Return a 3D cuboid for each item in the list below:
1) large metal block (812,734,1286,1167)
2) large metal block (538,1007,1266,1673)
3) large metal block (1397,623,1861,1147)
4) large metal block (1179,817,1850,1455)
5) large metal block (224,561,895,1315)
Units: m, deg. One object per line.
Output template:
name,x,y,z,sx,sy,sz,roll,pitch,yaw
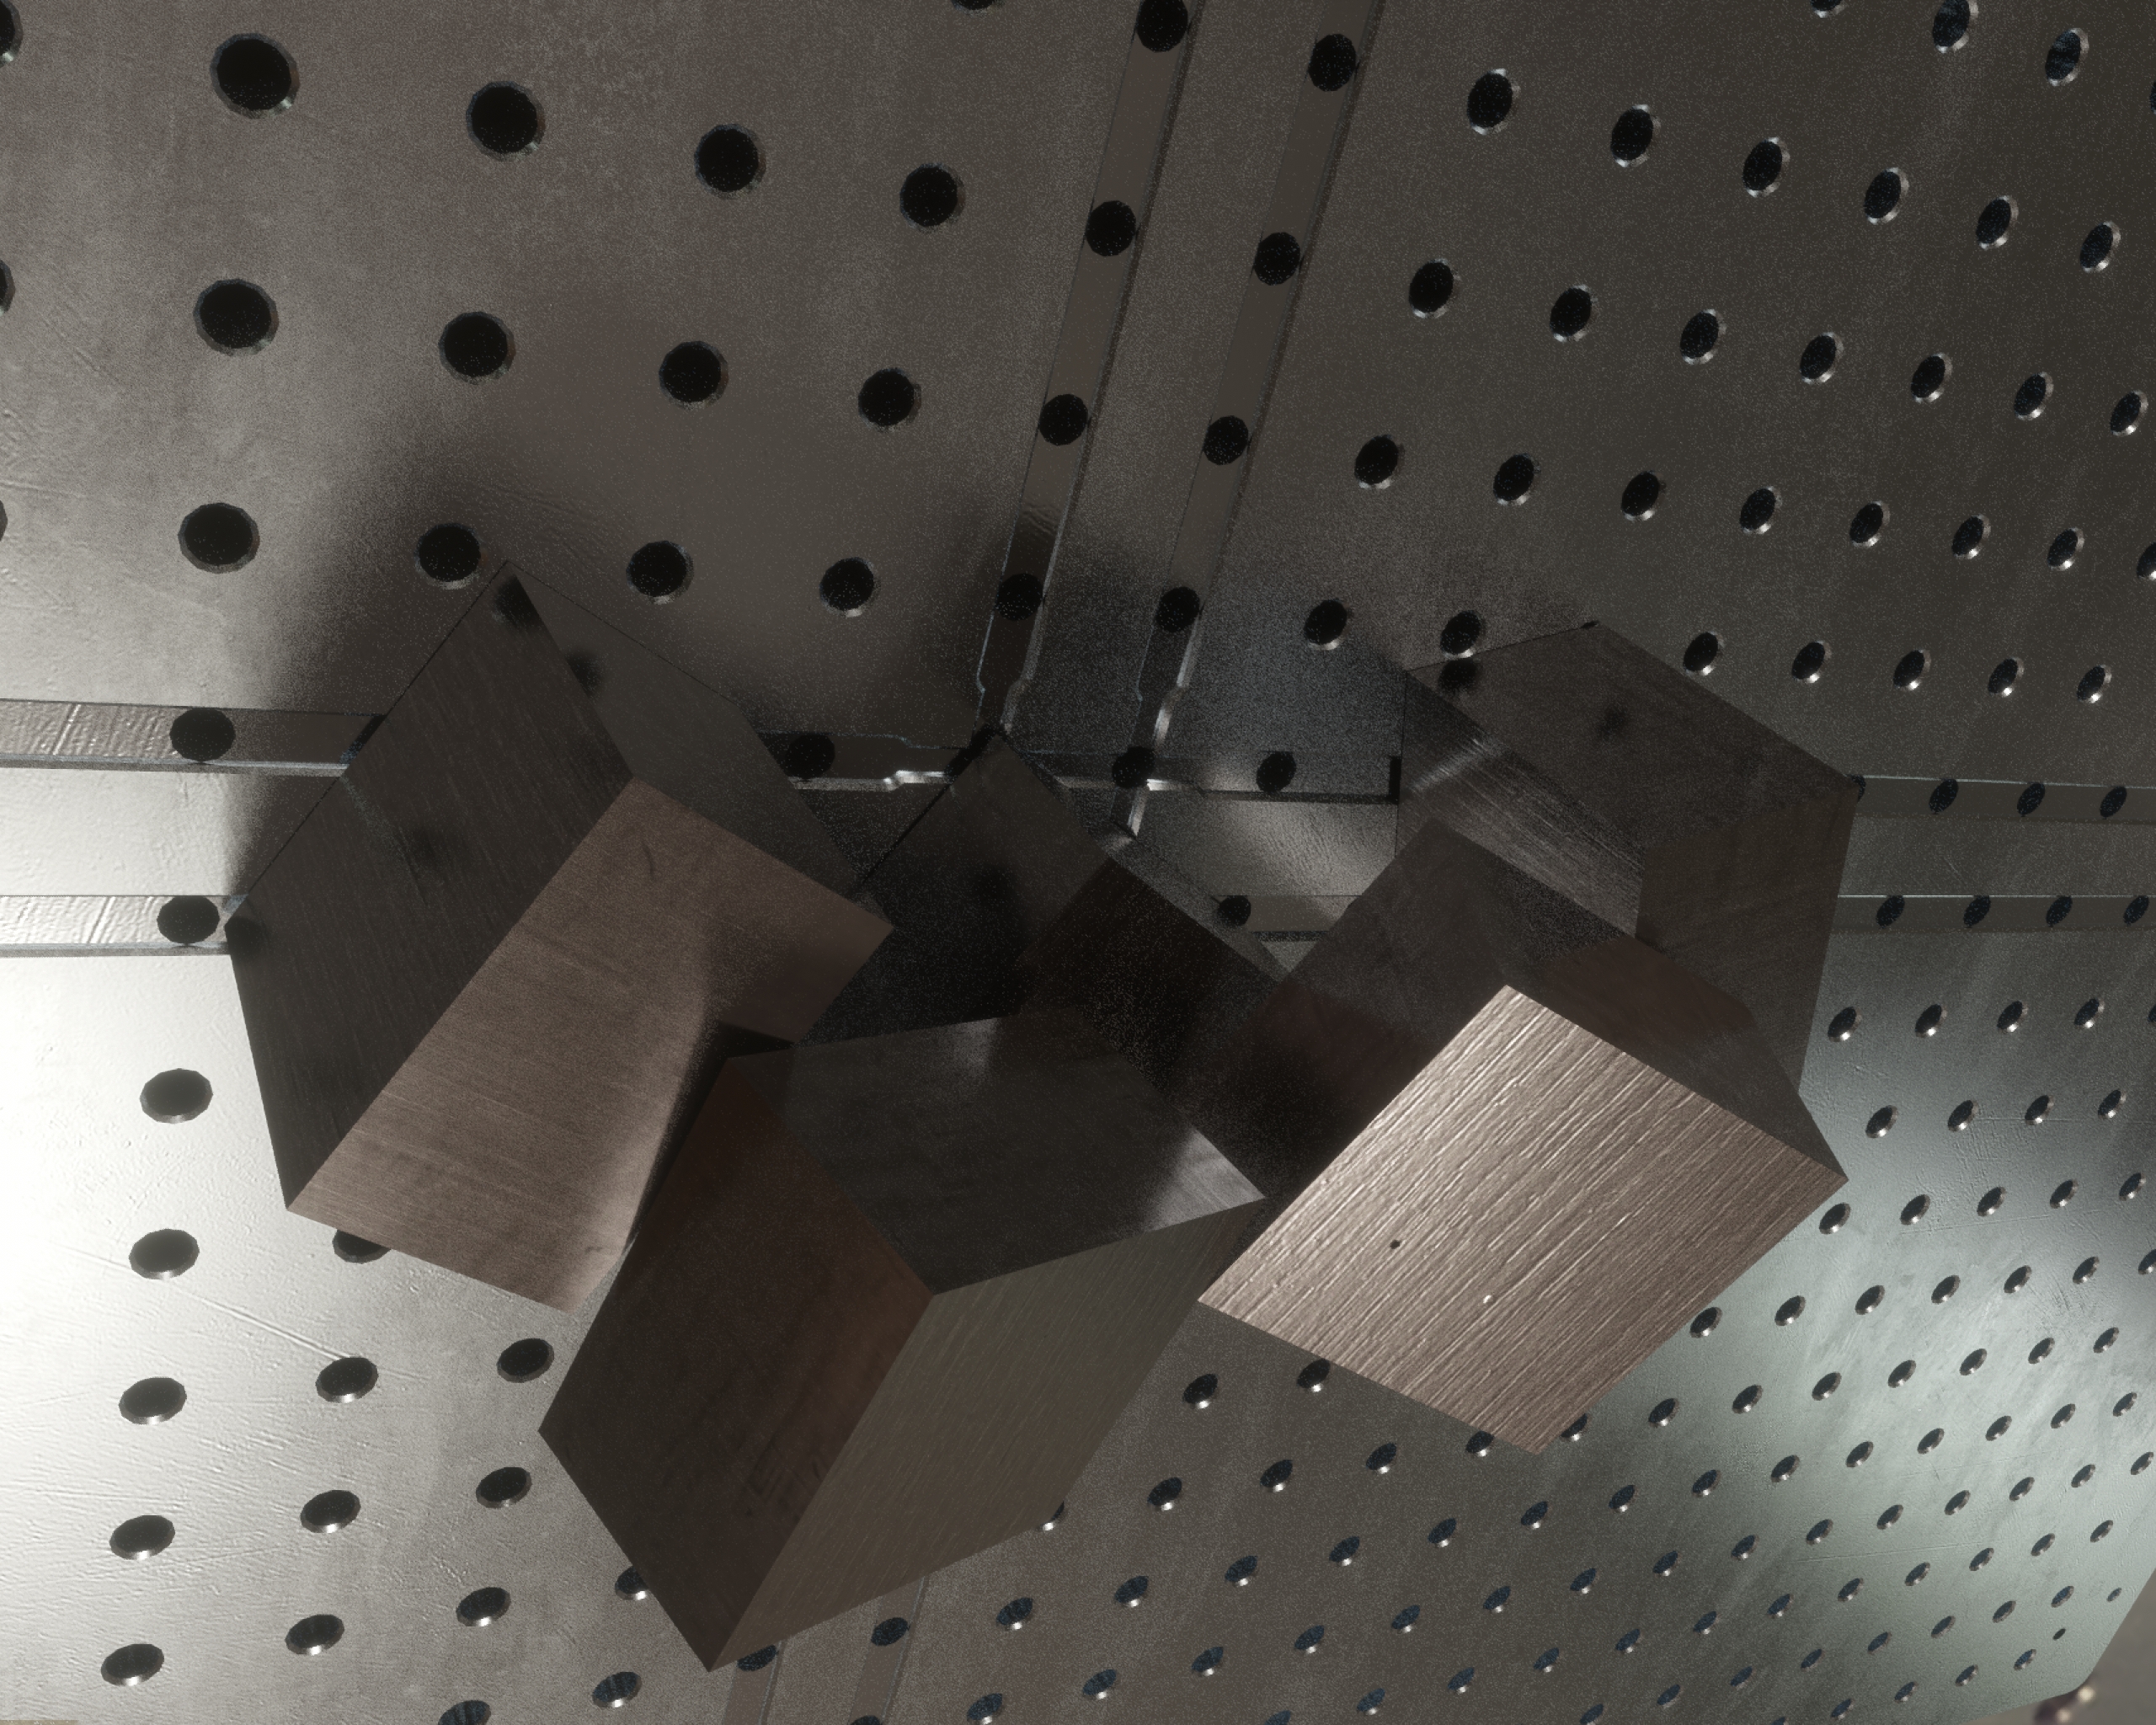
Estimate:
large metal block,-0.007,0.035,0.414,0.080,0.050,0.080,-49,129,6
large metal block,-0.028,0.074,0.341,0.081,0.050,0.079,-3,130,-51
large metal block,0.111,0.006,0.442,0.050,0.080,0.079,-15,125,-20
large metal block,0.074,0.051,0.379,0.080,0.050,0.080,29,116,-23
large metal block,-0.087,0.010,0.335,0.050,0.080,0.080,34,99,-39
